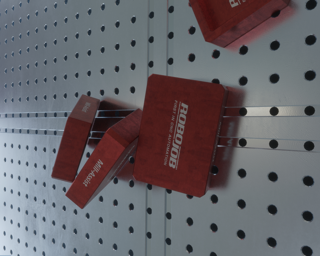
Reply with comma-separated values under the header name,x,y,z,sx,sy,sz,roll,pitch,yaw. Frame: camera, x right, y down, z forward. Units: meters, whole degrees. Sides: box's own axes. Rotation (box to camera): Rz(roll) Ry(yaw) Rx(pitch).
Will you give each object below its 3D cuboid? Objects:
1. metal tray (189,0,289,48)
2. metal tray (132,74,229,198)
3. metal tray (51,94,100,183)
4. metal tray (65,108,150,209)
name,x,y,z,sx,sy,sz,roll,pitch,yaw
metal tray,0.073,-0.169,0.346,0.090,0.030,0.130,-29,72,36
metal tray,0.023,0.007,0.368,0.090,0.030,0.129,12,98,18
metal tray,-0.120,0.010,0.456,0.130,0.030,0.089,-106,35,-70
metal tray,-0.066,0.040,0.418,0.030,0.090,0.129,39,119,4
